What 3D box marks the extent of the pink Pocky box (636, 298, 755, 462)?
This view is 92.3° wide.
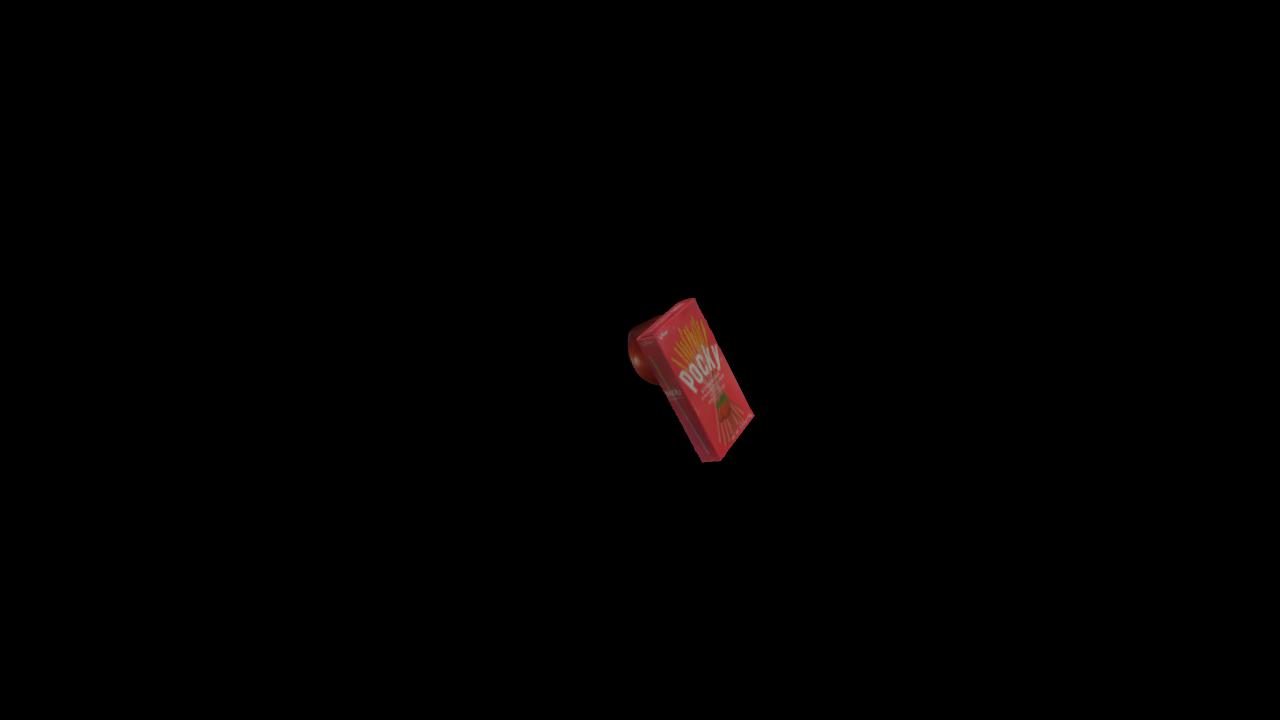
[{"bbox_3d":[0.061,0.021,0.644,0.029,0.155,0.084,-14,21,44],"label":"pink Pocky box"}]

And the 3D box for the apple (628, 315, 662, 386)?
[{"bbox_3d":[0.026,-0.011,0.681,0.079,0.079,0.093,0,17,-30],"label":"apple"}]
